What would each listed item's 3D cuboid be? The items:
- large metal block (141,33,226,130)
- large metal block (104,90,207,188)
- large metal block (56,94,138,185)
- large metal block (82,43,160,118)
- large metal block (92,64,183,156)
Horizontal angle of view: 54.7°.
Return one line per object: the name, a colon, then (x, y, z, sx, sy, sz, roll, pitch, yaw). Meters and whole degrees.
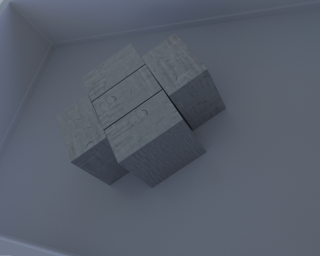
large metal block: (0.030, -0.057, 0.387, 0.050, 0.080, 0.080, -35, 52, 5)
large metal block: (-0.003, 0.016, 0.361, 0.080, 0.080, 0.050, -35, 52, 5)
large metal block: (-0.079, 0.016, 0.399, 0.050, 0.080, 0.080, -35, 52, 5)
large metal block: (-0.044, -0.053, 0.423, 0.080, 0.080, 0.050, -35, 52, 5)
large metal block: (-0.024, -0.019, 0.392, 0.080, 0.080, 0.050, -35, 52, 5)
